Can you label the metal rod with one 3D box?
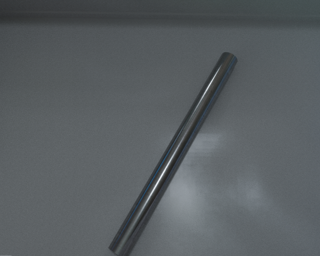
[{"bbox_3d":[0.026,0.022,0.401,0.025,0.025,0.300,28,72,10],"label":"metal rod"}]
